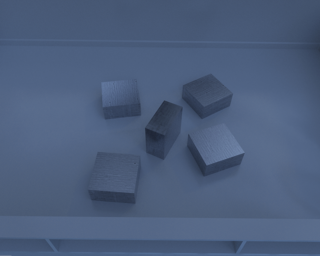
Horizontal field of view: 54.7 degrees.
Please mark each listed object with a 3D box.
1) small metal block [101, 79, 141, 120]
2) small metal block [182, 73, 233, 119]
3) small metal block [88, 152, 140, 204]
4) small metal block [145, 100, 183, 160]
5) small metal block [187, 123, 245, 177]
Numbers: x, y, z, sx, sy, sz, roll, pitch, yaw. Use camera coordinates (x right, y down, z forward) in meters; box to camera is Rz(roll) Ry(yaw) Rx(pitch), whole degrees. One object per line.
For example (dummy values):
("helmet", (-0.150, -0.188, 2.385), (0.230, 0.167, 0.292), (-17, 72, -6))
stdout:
("small metal block", (-0.055, -0.041, 0.439), (0.050, 0.025, 0.050), (-7, 50, -6))
("small metal block", (0.067, -0.046, 0.445), (0.050, 0.025, 0.050), (-25, 55, -20))
("small metal block", (-0.050, 0.057, 0.357), (0.050, 0.025, 0.050), (4, 50, 3))
("small metal block", (0.005, 0.003, 0.387), (0.025, 0.050, 0.050), (21, 53, 16))
("small metal block", (0.068, 0.026, 0.384), (0.050, 0.025, 0.050), (-16, 52, -14))
